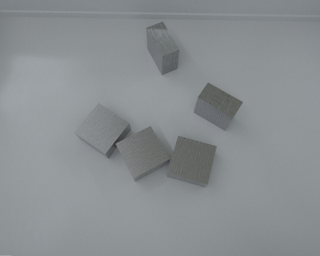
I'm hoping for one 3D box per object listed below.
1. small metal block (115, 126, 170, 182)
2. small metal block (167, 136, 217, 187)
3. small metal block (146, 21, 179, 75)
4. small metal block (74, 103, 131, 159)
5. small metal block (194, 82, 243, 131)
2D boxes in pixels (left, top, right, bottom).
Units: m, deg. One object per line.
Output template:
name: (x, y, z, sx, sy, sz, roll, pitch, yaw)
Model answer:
small metal block: (-0.022, 0.033, 0.397, 0.050, 0.025, 0.050, -27, 73, -10)
small metal block: (0.040, 0.043, 0.394, 0.050, 0.025, 0.050, 15, 71, 5)
small metal block: (0.003, -0.111, 0.437, 0.025, 0.050, 0.050, -24, 72, -9)
small metal block: (-0.074, 0.004, 0.407, 0.050, 0.025, 0.050, 33, 73, 11)
small metal block: (0.075, -0.027, 0.407, 0.050, 0.050, 0.025, 32, 73, 10)
